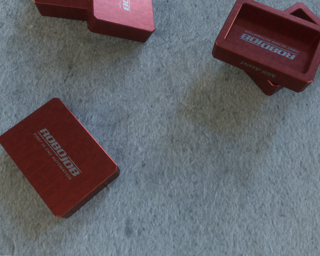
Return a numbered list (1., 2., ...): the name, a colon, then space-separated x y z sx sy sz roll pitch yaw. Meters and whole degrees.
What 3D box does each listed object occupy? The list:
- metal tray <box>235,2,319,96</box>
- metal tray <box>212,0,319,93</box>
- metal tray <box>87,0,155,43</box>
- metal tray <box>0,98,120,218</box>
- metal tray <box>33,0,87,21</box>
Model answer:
1. metal tray: 0.181 -0.117 0.450 0.131 0.030 0.090 -32 74 -12
2. metal tray: 0.148 -0.114 0.416 0.130 0.030 0.090 25 72 8
3. metal tray: -0.059 -0.195 0.455 0.091 0.030 0.129 4 69 -27
4. metal tray: -0.126 0.035 0.391 0.090 0.030 0.130 -40 75 -14
5. metal tray: -0.135 -0.235 0.490 0.091 0.030 0.130 8 70 2
